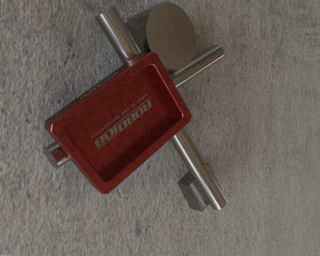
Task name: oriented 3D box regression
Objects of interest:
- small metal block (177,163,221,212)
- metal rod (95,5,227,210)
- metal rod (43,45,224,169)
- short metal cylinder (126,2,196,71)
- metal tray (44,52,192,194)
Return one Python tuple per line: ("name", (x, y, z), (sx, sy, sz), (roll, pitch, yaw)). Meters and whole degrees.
("small metal block", (0.059, 0.086, 0.458), (0.050, 0.025, 0.050), (-41, 115, -32))
("metal rod", (0.014, -0.007, 0.388), (0.025, 0.025, 0.299), (-47, 118, -30))
("metal rod", (-0.011, -0.044, 0.399), (0.302, 0.025, 0.025), (-37, 113, -34))
("short metal cylinder", (-0.001, -0.110, 0.390), (0.081, 0.050, 0.079), (0, 90, -40))
("metal tray", (-0.037, -0.007, 0.323), (0.131, 0.030, 0.090), (-41, 115, -20))
